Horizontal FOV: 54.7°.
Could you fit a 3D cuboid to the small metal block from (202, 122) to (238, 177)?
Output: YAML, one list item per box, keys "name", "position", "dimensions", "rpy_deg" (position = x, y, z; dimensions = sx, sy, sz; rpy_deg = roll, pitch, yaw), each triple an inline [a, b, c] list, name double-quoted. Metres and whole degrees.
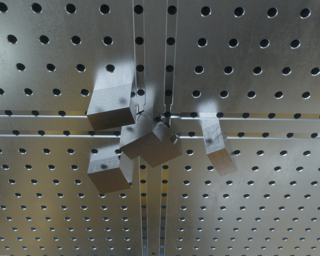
- name: "small metal block"
  position: [0.082, 0.030, 0.422]
  dimensions: [0.025, 0.050, 0.050]
  rpy_deg: [-22, 127, 17]

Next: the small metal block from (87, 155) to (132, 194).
- name: "small metal block"
  position: [-0.075, 0.072, 0.472]
  dimensions: [0.050, 0.025, 0.050]
  rpy_deg: [-13, 129, 10]

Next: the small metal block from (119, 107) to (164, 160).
- name: "small metal block"
  position: [-0.023, 0.006, 0.401]
  dimensions: [0.050, 0.050, 0.025]
  rpy_deg: [-26, 126, 20]

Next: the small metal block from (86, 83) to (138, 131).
- name: "small metal block"
  position: [-0.056, -0.026, 0.373]
  dimensions: [0.050, 0.050, 0.025]
  rpy_deg: [-10, 130, 8]

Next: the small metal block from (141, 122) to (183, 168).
- name: "small metal block"
  position: [-0.004, 0.023, 0.432]
  dimensions: [0.050, 0.025, 0.050]
  rpy_deg: [-27, 126, 21]
